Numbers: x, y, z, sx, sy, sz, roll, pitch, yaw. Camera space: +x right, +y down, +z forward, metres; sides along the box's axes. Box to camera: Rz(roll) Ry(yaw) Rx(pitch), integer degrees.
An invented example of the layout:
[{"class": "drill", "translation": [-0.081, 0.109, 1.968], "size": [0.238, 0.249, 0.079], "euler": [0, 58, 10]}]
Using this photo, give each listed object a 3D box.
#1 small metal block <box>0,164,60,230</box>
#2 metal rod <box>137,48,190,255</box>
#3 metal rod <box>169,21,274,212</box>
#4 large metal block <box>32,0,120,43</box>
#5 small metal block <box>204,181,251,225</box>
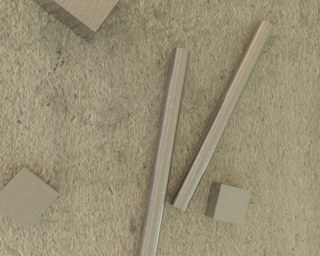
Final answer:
[{"class": "small metal block", "translation": [-0.152, 0.078, 0.353], "size": [0.050, 0.025, 0.050], "euler": [44, 76, -15]}, {"class": "metal rod", "translation": [0.004, 0.042, 0.411], "size": [0.025, 0.025, 0.298], "euler": [11, 86, -20]}, {"class": "metal rod", "translation": [0.092, -0.024, 0.444], "size": [0.025, 0.025, 0.299], "euler": [31, 80, -18]}, {"class": "large metal block", "translation": [-0.091, -0.161, 0.362], "size": [0.080, 0.050, 0.080], "euler": [36, 78, -17]}, {"class": "small metal block", "translation": [0.097, 0.108, 0.447], "size": [0.050, 0.025, 0.050], "euler": [16, 85, -20]}]
